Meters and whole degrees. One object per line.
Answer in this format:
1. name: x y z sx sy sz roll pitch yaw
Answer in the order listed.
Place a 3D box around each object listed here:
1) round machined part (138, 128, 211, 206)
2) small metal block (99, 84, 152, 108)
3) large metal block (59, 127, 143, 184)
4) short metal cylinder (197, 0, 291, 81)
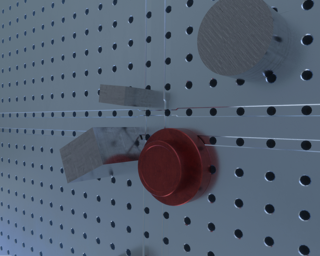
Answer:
1. round machined part: 0.011 0.049 0.388 0.098 0.042 0.097 0 90 39
2. small metal block: -0.048 -0.044 0.431 0.050 0.050 0.025 10 97 39
3. large metal block: -0.080 0.037 0.437 0.080 0.081 0.050 -29 72 36
4. short metal cylinder: 0.086 -0.091 0.321 0.080 0.050 0.079 0 90 39
